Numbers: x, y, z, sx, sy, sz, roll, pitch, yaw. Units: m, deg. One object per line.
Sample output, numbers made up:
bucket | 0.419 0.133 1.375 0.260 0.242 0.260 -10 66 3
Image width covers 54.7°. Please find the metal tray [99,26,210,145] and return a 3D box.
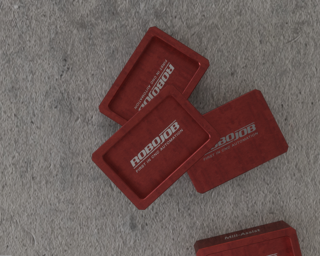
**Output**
metal tray | -0.007 -0.054 0.407 0.090 0.030 0.130 33 90 0

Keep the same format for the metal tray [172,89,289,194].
metal tray | 0.088 0.017 0.408 0.131 0.030 0.090 -27 90 0

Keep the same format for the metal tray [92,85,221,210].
metal tray | -0.004 0.022 0.376 0.130 0.030 0.090 -43 90 0

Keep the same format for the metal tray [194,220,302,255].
metal tray | 0.119 0.183 0.408 0.131 0.030 0.089 -13 90 0
